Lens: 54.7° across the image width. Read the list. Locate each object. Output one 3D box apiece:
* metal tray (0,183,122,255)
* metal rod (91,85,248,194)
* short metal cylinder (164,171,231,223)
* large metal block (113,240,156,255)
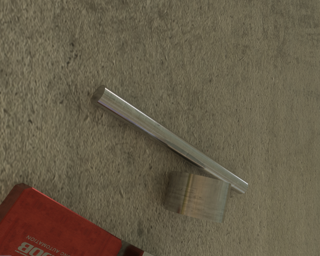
[{"bbox_3d":[-0.110,0.126,0.309,0.130,0.030,0.090,44,64,-31],"label":"metal tray"},{"bbox_3d":[0.034,0.031,0.432,0.301,0.025,0.025,34,69,-35],"label":"metal rod"},{"bbox_3d":[0.049,0.090,0.410,0.080,0.080,0.050,22,77,-38],"label":"short metal cylinder"},{"bbox_3d":[-0.024,0.191,0.369,0.080,0.050,0.080,40,66,-33],"label":"large metal block"}]
